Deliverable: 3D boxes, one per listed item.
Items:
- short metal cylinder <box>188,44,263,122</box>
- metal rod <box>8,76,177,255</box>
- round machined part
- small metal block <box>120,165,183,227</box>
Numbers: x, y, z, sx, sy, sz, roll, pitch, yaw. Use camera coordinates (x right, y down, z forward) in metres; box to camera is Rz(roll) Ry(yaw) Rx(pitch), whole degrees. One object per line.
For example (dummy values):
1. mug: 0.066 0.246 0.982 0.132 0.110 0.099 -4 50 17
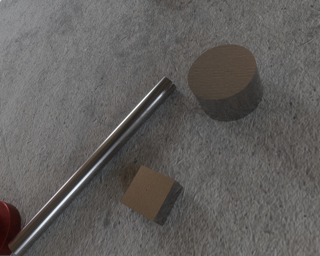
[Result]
1. short metal cylinder: 0.080 -0.055 0.378 0.080 0.050 0.080 -13 56 20
2. metal rod: -0.086 0.047 0.418 0.300 0.025 0.025 -48 52 -6
3. round machined part: -0.248 0.147 0.430 0.098 0.042 0.098 -13 56 20
4. small metal block: -0.009 0.078 0.360 0.050 0.025 0.050 19 72 35
